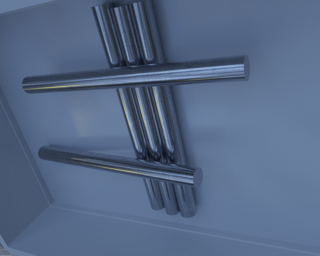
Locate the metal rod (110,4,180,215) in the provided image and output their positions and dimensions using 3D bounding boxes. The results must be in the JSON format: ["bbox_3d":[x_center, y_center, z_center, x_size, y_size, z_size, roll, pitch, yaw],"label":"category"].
[{"bbox_3d":[-0.011,-0.006,0.410,0.025,0.025,0.298,1,119,28],"label":"metal rod"}]

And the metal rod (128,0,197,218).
[{"bbox_3d":[0.010,-0.006,0.397,0.025,0.025,0.298,1,119,28],"label":"metal rod"}]

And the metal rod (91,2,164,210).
[{"bbox_3d":[-0.034,-0.011,0.419,0.025,0.025,0.298,0,119,28],"label":"metal rod"}]

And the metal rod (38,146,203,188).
[{"bbox_3d":[-0.078,0.051,0.457,0.300,0.025,0.025,4,121,34],"label":"metal rod"}]

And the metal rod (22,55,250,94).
[{"bbox_3d":[-0.050,-0.059,0.365,0.300,0.025,0.025,1,119,28],"label":"metal rod"}]
